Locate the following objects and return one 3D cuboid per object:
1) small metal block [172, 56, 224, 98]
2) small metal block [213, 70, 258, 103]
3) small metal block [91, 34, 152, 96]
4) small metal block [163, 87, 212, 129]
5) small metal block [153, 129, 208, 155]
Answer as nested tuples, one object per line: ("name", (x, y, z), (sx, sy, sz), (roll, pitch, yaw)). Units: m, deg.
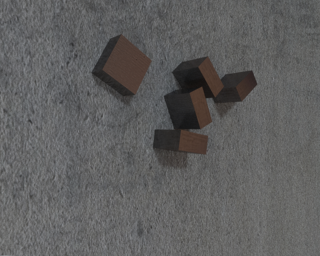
("small metal block", (0.053, -0.068, 0.432), (0.025, 0.050, 0.050), (-49, 119, -28))
("small metal block", (0.115, -0.064, 0.484), (0.050, 0.050, 0.025), (-43, 116, -31))
("small metal block", (-0.044, -0.073, 0.367), (0.050, 0.025, 0.050), (36, 68, -34))
("small metal block", (0.037, -0.026, 0.419), (0.025, 0.050, 0.050), (-30, 109, -36))
("small metal block", (0.027, 0.018, 0.411), (0.050, 0.050, 0.025), (12, 82, -39))
